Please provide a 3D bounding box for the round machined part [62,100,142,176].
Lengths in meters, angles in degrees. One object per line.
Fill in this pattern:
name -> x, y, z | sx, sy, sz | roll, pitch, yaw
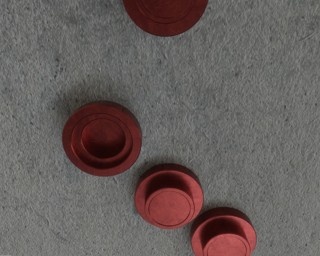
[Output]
round machined part -> -0.072, 0.010, 0.404 | 0.099, 0.042, 0.097 | 0, 110, 0

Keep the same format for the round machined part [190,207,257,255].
round machined part -> 0.096, 0.172, 0.465 | 0.099, 0.042, 0.097 | 0, 110, 0

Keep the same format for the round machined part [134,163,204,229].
round machined part -> 0.013, 0.103, 0.439 | 0.099, 0.042, 0.097 | 0, 110, 0

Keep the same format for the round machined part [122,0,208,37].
round machined part -> 0.006, -0.152, 0.345 | 0.099, 0.042, 0.097 | 0, 110, 0
